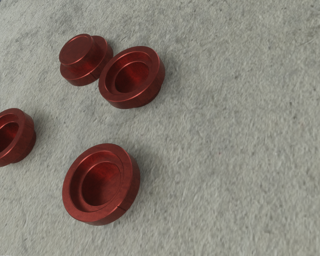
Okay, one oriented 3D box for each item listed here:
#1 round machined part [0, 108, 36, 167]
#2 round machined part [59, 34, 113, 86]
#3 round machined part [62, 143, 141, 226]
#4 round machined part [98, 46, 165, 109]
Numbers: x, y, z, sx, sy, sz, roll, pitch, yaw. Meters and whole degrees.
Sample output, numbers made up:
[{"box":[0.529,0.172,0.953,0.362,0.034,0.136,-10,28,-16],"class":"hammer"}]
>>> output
[{"box":[-0.244,0.019,0.507,0.098,0.042,0.098,-13,56,20],"class":"round machined part"},{"box":[-0.134,-0.124,0.537,0.098,0.042,0.098,-13,56,20],"class":"round machined part"},{"box":[-0.067,0.071,0.383,0.098,0.042,0.098,-13,56,20],"class":"round machined part"},{"box":[-0.037,-0.069,0.453,0.098,0.042,0.098,-13,56,20],"class":"round machined part"}]
